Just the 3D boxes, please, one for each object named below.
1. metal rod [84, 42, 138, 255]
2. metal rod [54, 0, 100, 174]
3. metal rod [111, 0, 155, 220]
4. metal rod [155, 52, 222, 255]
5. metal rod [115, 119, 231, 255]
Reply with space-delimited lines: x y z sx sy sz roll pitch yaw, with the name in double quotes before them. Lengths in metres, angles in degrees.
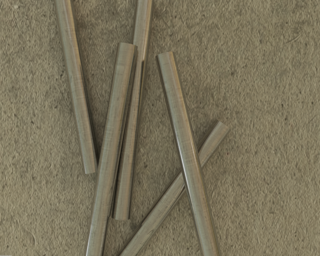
"metal rod" -0.065 0.044 0.394 0.025 0.025 0.298 10 95 0
"metal rod" -0.113 -0.089 0.408 0.025 0.025 0.298 -10 90 0
"metal rod" -0.035 -0.030 0.409 0.025 0.025 0.298 6 90 0
"metal rod" 0.040 0.055 0.384 0.025 0.025 0.298 -13 90 0
"metal rod" -0.005 0.117 0.409 0.025 0.025 0.299 36 90 0
